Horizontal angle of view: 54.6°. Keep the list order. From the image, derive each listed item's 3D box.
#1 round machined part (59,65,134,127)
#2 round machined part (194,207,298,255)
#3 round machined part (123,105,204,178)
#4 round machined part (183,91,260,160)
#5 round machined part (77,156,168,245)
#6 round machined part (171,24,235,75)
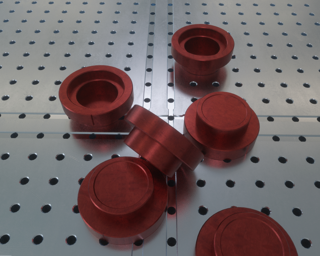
[{"bbox_3d":[-0.085,-0.040,0.430,0.099,0.042,0.098,0,50,0],"label":"round machined part"},{"bbox_3d":[0.083,0.120,0.296,0.099,0.042,0.098,0,50,0],"label":"round machined part"},{"bbox_3d":[-0.002,0.020,0.351,0.098,0.098,0.042,35,84,25],"label":"round machined part"},{"bbox_3d":[0.081,-0.010,0.405,0.099,0.042,0.098,0,50,0],"label":"round machined part"},{"bbox_3d":[-0.040,0.071,0.337,0.099,0.042,0.098,0,50,0],"label":"round machined part"},{"bbox_3d":[0.067,-0.123,0.500,0.099,0.042,0.098,0,50,0],"label":"round machined part"}]
